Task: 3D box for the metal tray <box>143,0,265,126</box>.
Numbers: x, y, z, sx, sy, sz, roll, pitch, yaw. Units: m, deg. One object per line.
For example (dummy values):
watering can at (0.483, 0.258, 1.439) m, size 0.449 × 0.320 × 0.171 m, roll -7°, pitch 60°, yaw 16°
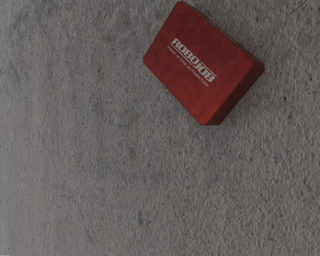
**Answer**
metal tray at (0.045, -0.076, 0.366) m, size 0.130 × 0.030 × 0.090 m, roll 51°, pitch 120°, yaw 28°
